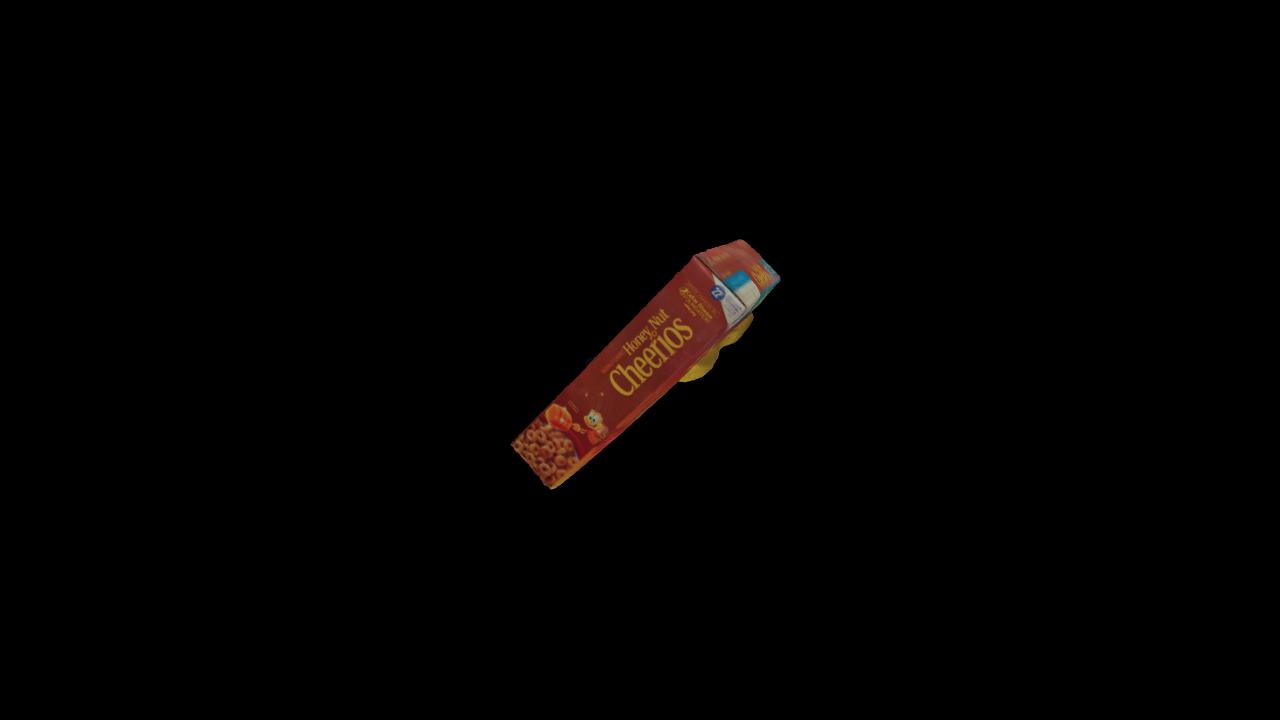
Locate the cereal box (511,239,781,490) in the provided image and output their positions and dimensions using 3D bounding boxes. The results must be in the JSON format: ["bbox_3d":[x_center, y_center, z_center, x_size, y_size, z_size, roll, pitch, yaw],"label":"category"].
[{"bbox_3d":[0.012,-0.001,0.696,0.306,0.081,0.203,-43,-3,25],"label":"cereal box"}]

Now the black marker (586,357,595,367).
[{"bbox_3d":[-0.035,-0.003,0.767,0.020,0.020,0.121,0,-9,-32],"label":"black marker"}]

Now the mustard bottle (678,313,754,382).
[{"bbox_3d":[0.050,-0.025,0.691,0.184,0.092,0.054,-43,-6,-40],"label":"mustard bottle"}]
